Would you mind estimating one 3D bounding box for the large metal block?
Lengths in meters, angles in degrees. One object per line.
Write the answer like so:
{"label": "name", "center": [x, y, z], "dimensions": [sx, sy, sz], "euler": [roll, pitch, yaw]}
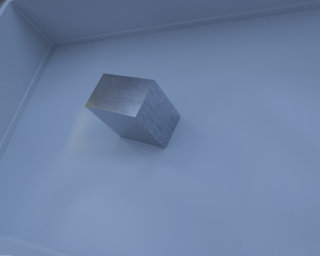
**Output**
{"label": "large metal block", "center": [-0.033, -0.022, 0.397], "dimensions": [0.080, 0.080, 0.050], "euler": [13, 69, 33]}
